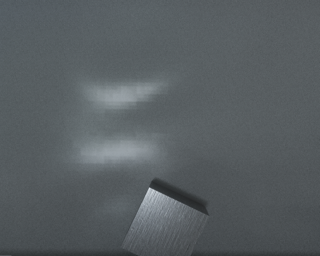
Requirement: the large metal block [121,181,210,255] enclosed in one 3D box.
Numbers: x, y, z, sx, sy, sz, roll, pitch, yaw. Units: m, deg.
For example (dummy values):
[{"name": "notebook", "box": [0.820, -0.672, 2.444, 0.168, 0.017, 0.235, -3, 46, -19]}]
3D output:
[{"name": "large metal block", "box": [0.007, 0.125, 0.398, 0.080, 0.050, 0.080, 25, 90, 2]}]
